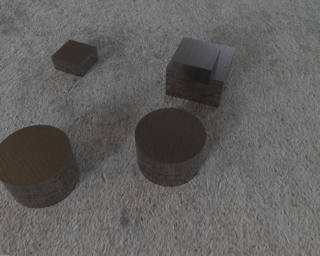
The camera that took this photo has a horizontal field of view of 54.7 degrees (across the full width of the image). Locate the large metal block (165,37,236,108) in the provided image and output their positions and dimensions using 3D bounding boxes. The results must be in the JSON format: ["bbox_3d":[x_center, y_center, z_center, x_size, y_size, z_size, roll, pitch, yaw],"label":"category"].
[{"bbox_3d":[0.060,-0.084,0.458,0.080,0.050,0.080,16,52,12],"label":"large metal block"}]

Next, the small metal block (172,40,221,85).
[{"bbox_3d":[0.049,-0.088,0.413,0.050,0.025,0.050,16,52,13],"label":"small metal block"}]

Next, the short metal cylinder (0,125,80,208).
[{"bbox_3d":[-0.136,0.043,0.349,0.081,0.050,0.080,0,50,0],"label":"short metal cylinder"}]

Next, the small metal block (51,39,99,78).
[{"bbox_3d":[-0.135,-0.112,0.496,0.050,0.025,0.050,19,52,14],"label":"small metal block"}]

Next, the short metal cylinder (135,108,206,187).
[{"bbox_3d":[0.012,0.022,0.369,0.081,0.050,0.080,0,50,0],"label":"short metal cylinder"}]
